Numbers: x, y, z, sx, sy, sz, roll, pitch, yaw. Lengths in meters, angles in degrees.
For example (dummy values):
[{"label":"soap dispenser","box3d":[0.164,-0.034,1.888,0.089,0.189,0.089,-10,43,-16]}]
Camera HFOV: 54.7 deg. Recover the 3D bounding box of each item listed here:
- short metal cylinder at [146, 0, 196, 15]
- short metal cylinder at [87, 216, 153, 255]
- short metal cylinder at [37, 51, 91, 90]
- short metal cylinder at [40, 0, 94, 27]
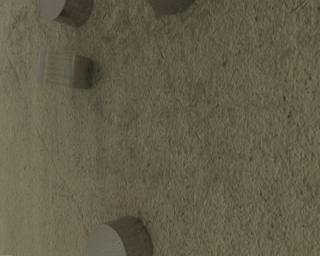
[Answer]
[{"label":"short metal cylinder","box3d":[0.010,-0.181,0.361,0.080,0.081,0.050,-48,62,29]},{"label":"short metal cylinder","box3d":[-0.057,0.169,0.436,0.080,0.050,0.080,0,90,40]},{"label":"short metal cylinder","box3d":[-0.153,-0.091,0.495,0.080,0.081,0.050,11,97,39]},{"label":"short metal cylinder","box3d":[-0.156,-0.215,0.518,0.080,0.050,0.080,0,90,40]}]
